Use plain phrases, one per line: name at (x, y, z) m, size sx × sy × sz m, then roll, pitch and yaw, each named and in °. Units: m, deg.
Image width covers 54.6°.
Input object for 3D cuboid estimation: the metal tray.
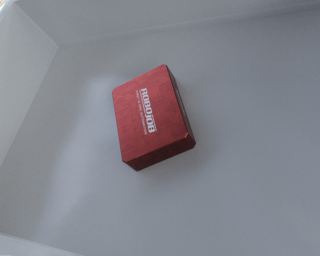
metal tray at (-0.013, -0.017, 0.421) m, size 0.090 × 0.030 × 0.130 m, roll -24°, pitch 53°, yaw 13°
